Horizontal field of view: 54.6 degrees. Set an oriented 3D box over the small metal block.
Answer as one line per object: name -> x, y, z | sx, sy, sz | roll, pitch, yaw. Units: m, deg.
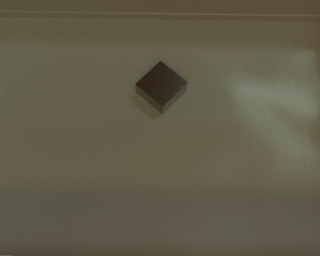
small metal block -> 0.002, -0.056, 0.430 | 0.050, 0.025, 0.050 | 41, 75, 13
